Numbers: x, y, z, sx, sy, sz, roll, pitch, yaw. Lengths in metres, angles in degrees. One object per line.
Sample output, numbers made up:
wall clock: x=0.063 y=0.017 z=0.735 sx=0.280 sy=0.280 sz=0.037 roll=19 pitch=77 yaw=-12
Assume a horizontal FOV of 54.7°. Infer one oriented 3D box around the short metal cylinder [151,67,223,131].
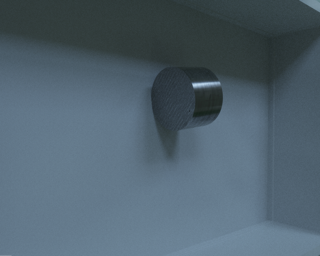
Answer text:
short metal cylinder: x=0.034 y=-0.039 z=0.401 sx=0.050 sy=0.080 sz=0.079 roll=-9 pitch=96 yaw=-40
